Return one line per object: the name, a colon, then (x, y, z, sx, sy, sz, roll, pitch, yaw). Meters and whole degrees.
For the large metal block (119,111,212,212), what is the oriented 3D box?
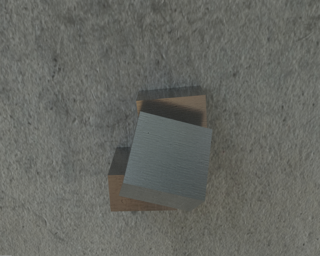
large metal block: (0.006, 0.037, 0.334, 0.081, 0.080, 0.050, 14, 151, -6)

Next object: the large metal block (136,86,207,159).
large metal block: (0.016, -0.006, 0.394, 0.080, 0.050, 0.079, -5, 110, 1)

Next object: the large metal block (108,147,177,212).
large metal block: (-0.020, 0.063, 0.404, 0.081, 0.080, 0.050, -1, 110, 0)
